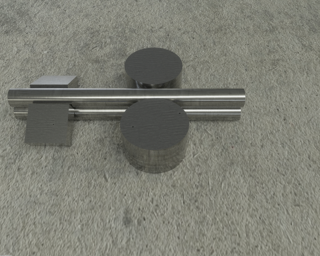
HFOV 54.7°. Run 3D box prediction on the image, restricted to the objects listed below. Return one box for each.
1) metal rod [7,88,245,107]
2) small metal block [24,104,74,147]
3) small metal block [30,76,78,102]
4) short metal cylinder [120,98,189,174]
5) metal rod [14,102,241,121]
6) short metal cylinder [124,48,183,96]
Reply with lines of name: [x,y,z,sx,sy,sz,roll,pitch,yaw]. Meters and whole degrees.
metal rod: [-0.042,-0.040,0.405,0.302,0.025,0.025,0,50,0]
small metal block: [-0.139,-0.003,0.393,0.050,0.025,0.050,1,77,0]
small metal block: [-0.147,-0.056,0.438,0.050,0.025,0.050,0,23,0]
short metal cylinder: [-0.006,0.009,0.380,0.081,0.050,0.080,0,50,0]
metal rod: [-0.043,-0.023,0.424,0.302,0.025,0.025,0,50,0]
short metal cylinder: [-0.009,-0.072,0.448,0.081,0.050,0.080,0,50,0]
